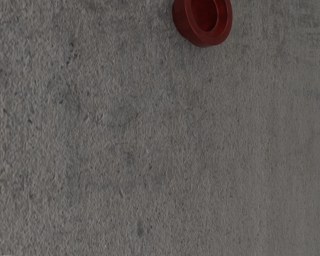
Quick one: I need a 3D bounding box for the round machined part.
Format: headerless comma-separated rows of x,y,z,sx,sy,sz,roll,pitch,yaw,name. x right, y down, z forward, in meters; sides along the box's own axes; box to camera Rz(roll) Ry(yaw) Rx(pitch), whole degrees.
0.056,-0.163,0.440,0.099,0.042,0.097,0,90,-40,round machined part
